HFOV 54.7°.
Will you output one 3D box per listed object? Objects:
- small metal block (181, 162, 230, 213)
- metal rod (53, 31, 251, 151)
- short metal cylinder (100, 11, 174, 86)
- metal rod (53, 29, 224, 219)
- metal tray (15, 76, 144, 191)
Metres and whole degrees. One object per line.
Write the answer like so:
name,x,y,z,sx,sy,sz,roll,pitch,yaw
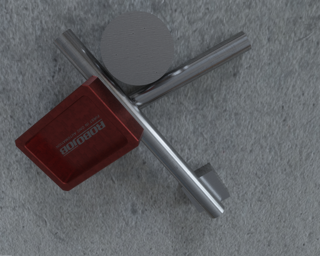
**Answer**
small metal block,0.064,0.085,0.443,0.050,0.025,0.050,-32,107,10
metal rod,-0.027,-0.036,0.397,0.301,0.025,0.025,-28,108,9
short metal cylinder,-0.025,-0.094,0.362,0.081,0.050,0.079,0,110,-1
metal rod,-0.016,0.006,0.387,0.025,0.025,0.300,-37,106,12
metal tray,-0.096,0.011,0.370,0.130,0.030,0.090,-33,107,23
